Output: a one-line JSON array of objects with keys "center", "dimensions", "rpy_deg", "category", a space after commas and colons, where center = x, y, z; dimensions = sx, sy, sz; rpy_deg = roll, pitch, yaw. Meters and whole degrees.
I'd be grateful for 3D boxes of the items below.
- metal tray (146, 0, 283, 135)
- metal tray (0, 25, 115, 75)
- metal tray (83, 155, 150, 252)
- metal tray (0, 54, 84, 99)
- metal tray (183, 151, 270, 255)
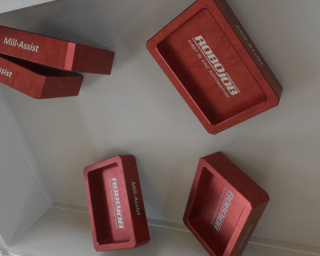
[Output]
[{"center": [0.058, -0.065, 0.334], "dimensions": [0.090, 0.030, 0.130], "rpy_deg": [-29, 103, 37], "category": "metal tray"}, {"center": [-0.134, -0.095, 0.375], "dimensions": [0.130, 0.090, 0.030], "rpy_deg": [17, 102, 18], "category": "metal tray"}, {"center": [-0.068, 0.113, 0.468], "dimensions": [0.090, 0.030, 0.129], "rpy_deg": [-21, 73, 35], "category": "metal tray"}, {"center": [-0.181, -0.079, 0.410], "dimensions": [0.130, 0.090, 0.030], "rpy_deg": [24, 105, 13], "category": "metal tray"}, {"center": [0.078, 0.107, 0.402], "dimensions": [0.090, 0.030, 0.129], "rpy_deg": [44, 138, 39], "category": "metal tray"}]
